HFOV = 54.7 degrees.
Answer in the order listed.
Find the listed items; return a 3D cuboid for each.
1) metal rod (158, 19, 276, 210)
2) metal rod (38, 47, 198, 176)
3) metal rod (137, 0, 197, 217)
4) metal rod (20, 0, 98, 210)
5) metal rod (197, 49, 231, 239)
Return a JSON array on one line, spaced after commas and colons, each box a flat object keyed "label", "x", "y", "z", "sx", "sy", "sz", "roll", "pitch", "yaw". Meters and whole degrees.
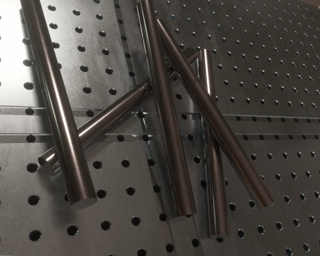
[{"label": "metal rod", "x": 0.064, "y": -0.029, "z": 0.428, "sx": 0.025, "sy": 0.025, "sz": 0.299, "roll": -18, "pitch": 71, "yaw": -35}, {"label": "metal rod", "x": -0.033, "y": -0.041, "z": 0.416, "sx": 0.025, "sy": 0.025, "sz": 0.302, "roll": 45, "pitch": 51, "yaw": 2}, {"label": "metal rod", "x": 0.005, "y": -0.038, "z": 0.408, "sx": 0.025, "sy": 0.025, "sz": 0.299, "roll": -1, "pitch": 71, "yaw": -29}, {"label": "metal rod", "x": -0.123, "y": -0.052, "z": 0.352, "sx": 0.025, "sy": 0.025, "sz": 0.299, "roll": -6, "pitch": 58, "yaw": -31}, {"label": "metal rod", "x": 0.073, "y": 0.002, "z": 0.448, "sx": 0.025, "sy": 0.025, "sz": 0.299, "roll": 14, "pitch": 56, "yaw": -21}]
